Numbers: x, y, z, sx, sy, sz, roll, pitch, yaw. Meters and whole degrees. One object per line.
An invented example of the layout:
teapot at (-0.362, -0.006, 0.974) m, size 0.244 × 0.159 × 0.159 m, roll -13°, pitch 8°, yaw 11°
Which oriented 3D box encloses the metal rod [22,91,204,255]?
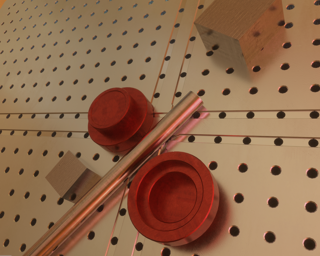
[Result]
metal rod at (-0.058, 0.065, 0.398) m, size 0.300 × 0.025 × 0.025 m, roll -45°, pitch 51°, yaw -3°

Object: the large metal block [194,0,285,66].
large metal block at (0.108, -0.144, 0.424) m, size 0.080 × 0.050 × 0.080 m, roll -47°, pitch 51°, yaw -5°

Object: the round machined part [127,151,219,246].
round machined part at (0.017, 0.078, 0.340) m, size 0.098 × 0.042 × 0.098 m, roll -13°, pitch 56°, yaw 21°

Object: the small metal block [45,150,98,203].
small metal block at (-0.124, 0.067, 0.432) m, size 0.050 × 0.025 × 0.050 m, roll 33°, pitch 80°, yaw 38°

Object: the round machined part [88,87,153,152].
round machined part at (-0.063, -0.018, 0.442) m, size 0.098 × 0.042 × 0.098 m, roll -13°, pitch 56°, yaw 21°
